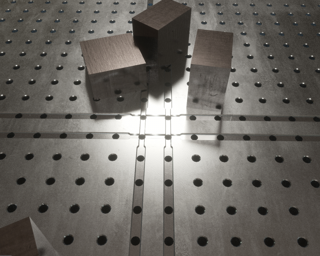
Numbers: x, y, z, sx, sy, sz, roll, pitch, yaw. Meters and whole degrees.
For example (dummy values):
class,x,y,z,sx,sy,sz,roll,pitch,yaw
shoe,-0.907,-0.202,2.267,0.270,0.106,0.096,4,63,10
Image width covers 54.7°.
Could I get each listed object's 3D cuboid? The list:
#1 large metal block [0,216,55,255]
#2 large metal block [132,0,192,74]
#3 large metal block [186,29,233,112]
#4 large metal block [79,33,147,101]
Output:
class,x,y,z,sx,sy,sz,roll,pitch,yaw
large metal block,-0.134,0.129,0.261,0.081,0.080,0.050,-21,53,-17
large metal block,0.003,-0.148,0.496,0.050,0.080,0.080,33,57,24
large metal block,0.071,-0.082,0.442,0.050,0.080,0.080,8,51,7
large metal block,-0.071,-0.095,0.470,0.081,0.050,0.080,-14,52,-12
